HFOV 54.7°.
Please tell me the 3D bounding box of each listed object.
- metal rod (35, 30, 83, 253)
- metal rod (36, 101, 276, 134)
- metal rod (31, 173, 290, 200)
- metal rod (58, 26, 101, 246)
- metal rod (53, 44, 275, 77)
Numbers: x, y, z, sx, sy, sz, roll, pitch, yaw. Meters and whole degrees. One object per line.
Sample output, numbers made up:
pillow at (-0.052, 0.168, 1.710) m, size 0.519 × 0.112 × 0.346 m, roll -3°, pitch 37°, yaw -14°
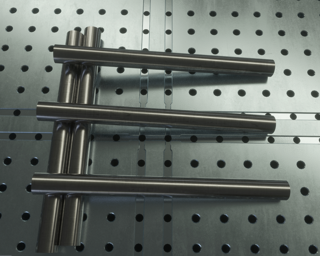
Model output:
metal rod at (-0.128, 0.003, 0.408) m, size 0.025 × 0.025 × 0.299 m, roll 1°, pitch 70°, yaw 0°
metal rod at (0.000, -0.013, 0.400) m, size 0.302 × 0.025 × 0.025 m, roll 3°, pitch 70°, yaw -6°
metal rod at (0.006, 0.071, 0.371) m, size 0.302 × 0.025 × 0.025 m, roll 3°, pitch 70°, yaw -6°
metal rod at (-0.103, -0.004, 0.411) m, size 0.025 × 0.025 × 0.299 m, roll 1°, pitch 70°, yaw 0°
metal rod at (0.010, -0.093, 0.430) m, size 0.302 × 0.025 × 0.025 m, roll 3°, pitch 70°, yaw -6°
